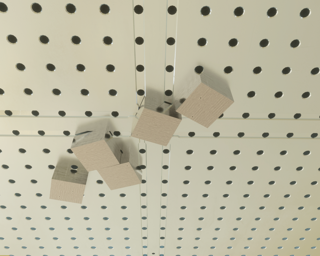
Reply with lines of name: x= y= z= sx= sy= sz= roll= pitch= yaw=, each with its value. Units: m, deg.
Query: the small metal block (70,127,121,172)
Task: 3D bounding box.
small metal block: x=-0.089 y=0.031 z=0.437 sx=0.050 sy=0.025 sz=0.050 roll=-15 pitch=129 yaw=12

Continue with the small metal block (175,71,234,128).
small metal block: x=0.054 y=-0.034 z=0.384 sx=0.050 sy=0.025 sz=0.050 roll=27 pitch=125 yaw=-22

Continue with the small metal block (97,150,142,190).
small metal block: x=-0.060 y=0.064 z=0.465 sx=0.050 sy=0.025 sz=0.050 roll=-15 pitch=129 yaw=11

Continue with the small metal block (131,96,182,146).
small metal block: x=-0.005 y=-0.008 z=0.405 sx=0.050 sy=0.025 sz=0.050 roll=17 pitch=128 yaw=-15

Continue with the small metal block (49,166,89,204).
small metal block: x=-0.143 y=0.091 z=0.487 sx=0.050 sy=0.025 sz=0.050 roll=12 pitch=129 yaw=-11
